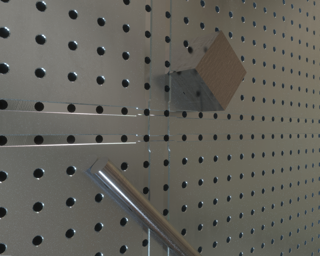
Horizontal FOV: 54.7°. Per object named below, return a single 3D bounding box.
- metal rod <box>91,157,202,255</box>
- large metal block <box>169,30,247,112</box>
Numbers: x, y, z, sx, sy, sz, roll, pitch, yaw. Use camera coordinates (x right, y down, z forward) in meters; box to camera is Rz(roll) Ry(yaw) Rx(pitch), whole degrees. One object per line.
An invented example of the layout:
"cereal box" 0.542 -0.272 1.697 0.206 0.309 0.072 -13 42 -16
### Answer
"metal rod" 0.014 0.146 0.420 0.300 0.025 0.025 52 60 -28
"large metal block" 0.072 -0.081 0.453 0.080 0.050 0.080 49 61 -29
